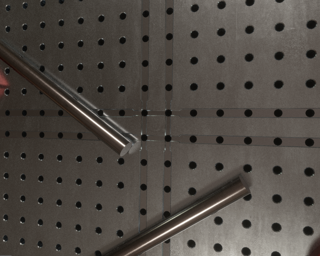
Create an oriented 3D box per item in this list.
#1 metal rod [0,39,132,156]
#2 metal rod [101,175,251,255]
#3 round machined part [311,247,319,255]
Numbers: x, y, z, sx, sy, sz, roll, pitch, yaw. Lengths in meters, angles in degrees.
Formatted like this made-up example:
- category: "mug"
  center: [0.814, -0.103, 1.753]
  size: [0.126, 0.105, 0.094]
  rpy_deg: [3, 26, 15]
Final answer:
- category: "metal rod"
  center: [-0.163, -0.057, 0.468]
  size: [0.300, 0.025, 0.025]
  rpy_deg: [37, 102, 16]
- category: "metal rod"
  center: [-0.016, 0.150, 0.417]
  size: [0.300, 0.025, 0.025]
  rpy_deg: [-34, 79, 16]
- category: "round machined part"
  center: [0.211, 0.172, 0.330]
  size: [0.098, 0.042, 0.097]
  rpy_deg: [0, 90, 19]
